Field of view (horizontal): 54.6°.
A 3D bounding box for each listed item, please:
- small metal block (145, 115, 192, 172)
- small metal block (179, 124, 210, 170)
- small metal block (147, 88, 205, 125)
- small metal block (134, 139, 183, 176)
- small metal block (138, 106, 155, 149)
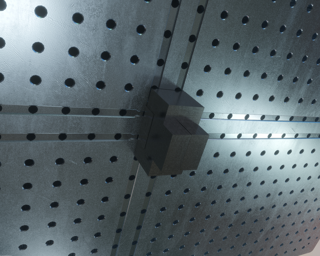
[{"bbox_3d":[0.008,0.018,0.377,0.025,0.050,0.050,2,118,-29],"label":"small metal block"},{"bbox_3d":[0.031,0.018,0.390,0.025,0.050,0.050,2,117,-28],"label":"small metal block"},{"bbox_3d":[0.019,-0.026,0.387,0.050,0.050,0.025,2,118,-29],"label":"small metal block"},{"bbox_3d":[0.000,0.039,0.418,0.050,0.050,0.025,1,118,-29],"label":"small metal block"},{"bbox_3d":[0.003,0.000,0.412,0.050,0.025,0.050,2,117,-28],"label":"small metal block"}]
